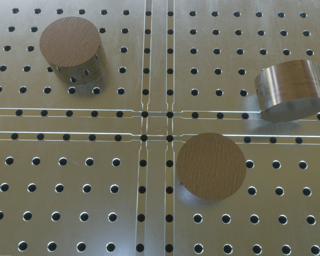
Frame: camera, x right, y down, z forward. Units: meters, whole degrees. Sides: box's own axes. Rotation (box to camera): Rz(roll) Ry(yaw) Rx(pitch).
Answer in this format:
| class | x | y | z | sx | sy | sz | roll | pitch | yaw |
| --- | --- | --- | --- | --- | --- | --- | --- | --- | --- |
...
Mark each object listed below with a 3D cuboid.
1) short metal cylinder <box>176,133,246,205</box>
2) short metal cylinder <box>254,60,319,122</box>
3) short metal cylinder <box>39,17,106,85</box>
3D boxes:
| class | x | y | z | sx | sy | sz | roll | pitch | yaw |
| --- | --- | --- | --- | --- | --- | --- | --- | --- | --- |
| short metal cylinder | 0.059 | 0.051 | 0.380 | 0.081 | 0.050 | 0.080 | 0 | 70 | 0 |
| short metal cylinder | 0.168 | -0.045 | 0.400 | 0.081 | 0.080 | 0.050 | -4 | 70 | -2 |
| short metal cylinder | -0.120 | -0.108 | 0.437 | 0.081 | 0.050 | 0.080 | 0 | 70 | 0 |
